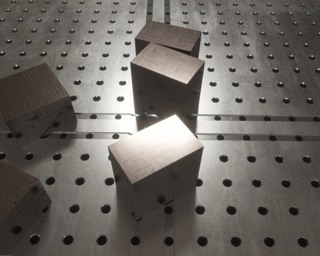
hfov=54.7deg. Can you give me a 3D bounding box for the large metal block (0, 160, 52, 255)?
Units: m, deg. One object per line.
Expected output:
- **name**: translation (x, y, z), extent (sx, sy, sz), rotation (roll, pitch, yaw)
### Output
- **large metal block**: translation (-0.177, 0.081, 0.321), extent (0.080, 0.050, 0.080), rotation (21, 53, 16)

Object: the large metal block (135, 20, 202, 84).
- **large metal block**: translation (0.012, -0.104, 0.459), extent (0.080, 0.080, 0.050), rotation (17, 52, 13)

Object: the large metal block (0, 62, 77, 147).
- **large metal block**: translation (-0.171, -0.034, 0.417), extent (0.081, 0.050, 0.080), rotation (-27, 56, -22)

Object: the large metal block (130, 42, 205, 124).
- **large metal block**: translation (0.010, -0.059, 0.421), extent (0.080, 0.080, 0.050), rotation (24, 54, 19)

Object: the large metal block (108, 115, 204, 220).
- **large metal block**: translation (-0.004, 0.043, 0.336), extent (0.081, 0.080, 0.050), rotation (-25, 55, -20)
